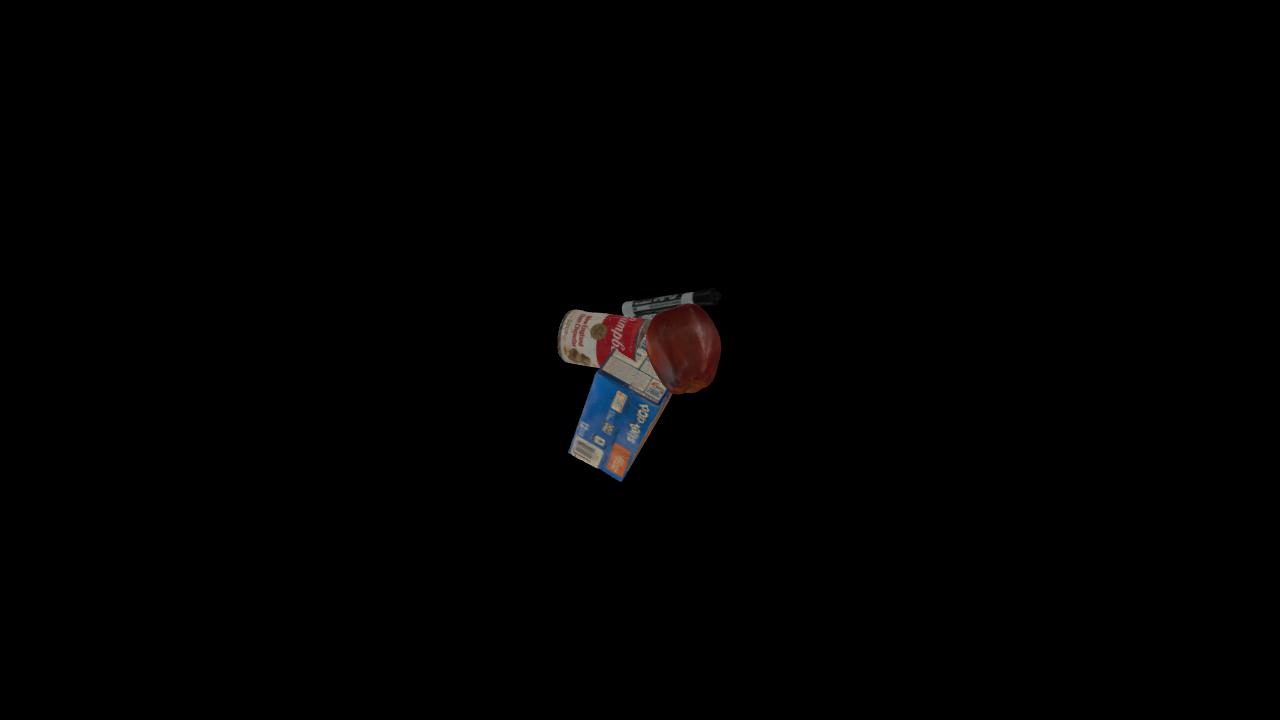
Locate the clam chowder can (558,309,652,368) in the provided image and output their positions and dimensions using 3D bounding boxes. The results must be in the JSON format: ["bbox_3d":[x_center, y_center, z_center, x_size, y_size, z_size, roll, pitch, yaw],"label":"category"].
[{"bbox_3d":[-0.038,-0.022,0.731,0.102,0.068,0.068,9,3,21],"label":"clam chowder can"}]

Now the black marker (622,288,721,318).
[{"bbox_3d":[0.034,-0.063,0.677,0.121,0.020,0.020,-6,-3,34],"label":"black marker"}]

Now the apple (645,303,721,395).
[{"bbox_3d":[0.045,-0.012,0.635,0.079,0.093,0.079,-10,-23,-4],"label":"apple"}]

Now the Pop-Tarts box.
[{"bbox_3d":[-0.007,0.043,0.764,0.083,0.167,0.141,29,46,5],"label":"Pop-Tarts box"}]
